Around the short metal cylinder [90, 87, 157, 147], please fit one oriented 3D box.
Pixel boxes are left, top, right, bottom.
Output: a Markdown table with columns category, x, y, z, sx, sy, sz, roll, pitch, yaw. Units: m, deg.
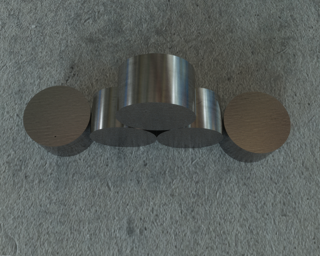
| category | x | y | z | sx | sy | sz | roll | pitch | yaw |
| --- | --- | --- | --- | --- | --- | --- | --- | --- | --- |
| short metal cylinder | -0.044 | -0.011 | 0.384 | 0.081 | 0.080 | 0.050 | 0 | 70 | 0 |

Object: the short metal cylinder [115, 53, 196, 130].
| category | x | y | z | sx | sy | sz | roll | pitch | yaw |
| --- | --- | --- | --- | --- | --- | --- | --- | --- | --- |
| short metal cylinder | -0.004 | -0.034 | 0.319 | 0.080 | 0.080 | 0.050 | 1 | 71 | 0 |

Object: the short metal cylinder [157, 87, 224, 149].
| category | x | y | z | sx | sy | sz | roll | pitch | yaw |
| --- | --- | --- | --- | --- | --- | --- | --- | --- | --- |
| short metal cylinder | 0.036 | -0.010 | 0.384 | 0.081 | 0.080 | 0.050 | 0 | 69 | 0 |

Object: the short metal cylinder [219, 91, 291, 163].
| category | x | y | z | sx | sy | sz | roll | pitch | yaw |
| --- | --- | --- | --- | --- | --- | --- | --- | --- | --- |
| short metal cylinder | 0.117 | 0.000 | 0.396 | 0.081 | 0.050 | 0.080 | 0 | 70 | -1 |

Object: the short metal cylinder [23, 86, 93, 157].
| category | x | y | z | sx | sy | sz | roll | pitch | yaw |
| --- | --- | --- | --- | --- | --- | --- | --- | --- | --- |
| short metal cylinder | -0.125 | -0.007 | 0.398 | 0.081 | 0.050 | 0.080 | 0 | 70 | -1 |
